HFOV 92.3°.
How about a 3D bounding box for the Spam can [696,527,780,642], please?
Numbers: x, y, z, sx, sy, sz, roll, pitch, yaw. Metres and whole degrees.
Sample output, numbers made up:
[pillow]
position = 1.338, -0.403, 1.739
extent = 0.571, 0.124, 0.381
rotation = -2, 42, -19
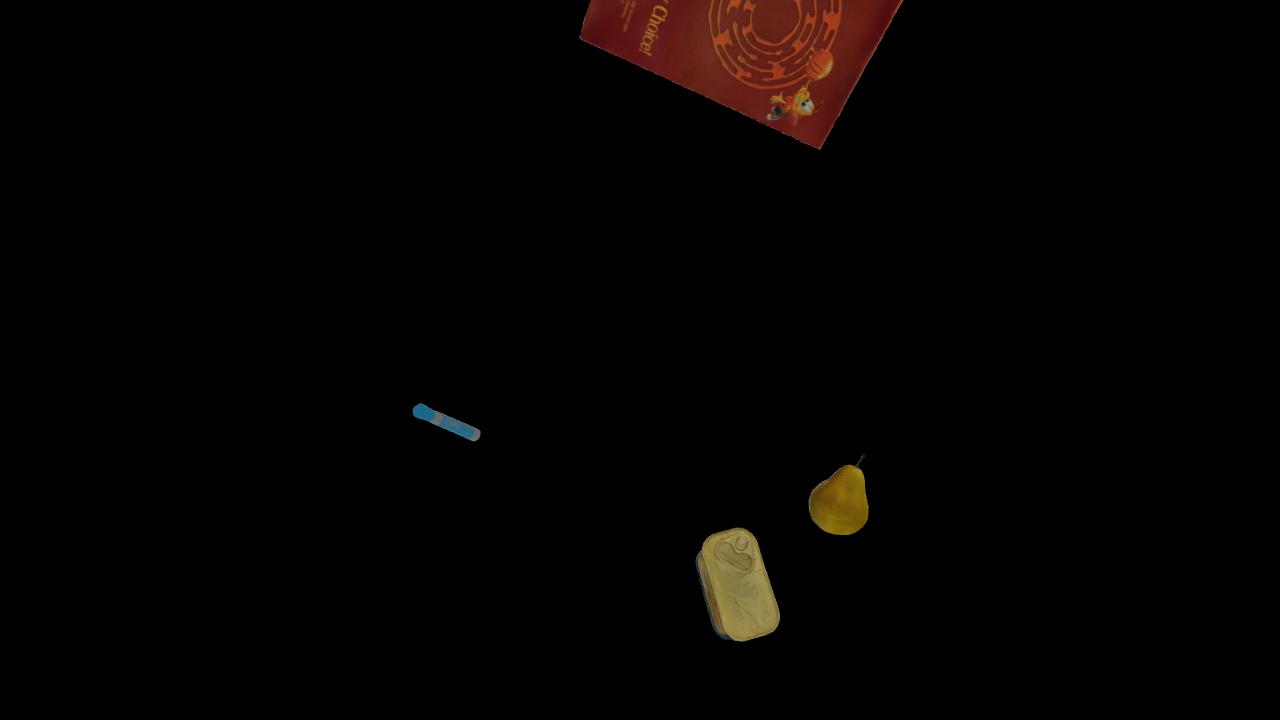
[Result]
[Spam can]
position = 0.095, 0.232, 0.630
extent = 0.058, 0.101, 0.085
rotation = -11, -25, -8

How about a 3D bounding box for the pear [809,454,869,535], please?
[pear]
position = 0.275, 0.180, 0.833
extent = 0.080, 0.111, 0.080
rotation = 9, 15, -2

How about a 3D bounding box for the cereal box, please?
[cereal box]
position = 0.111, -0.389, 0.669
extent = 0.306, 0.203, 0.081
rotation = 20, 29, -9

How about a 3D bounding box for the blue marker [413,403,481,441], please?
[blue marker]
position = -0.255, 0.083, 0.814
extent = 0.020, 0.020, 0.121
rotation = 0, -22, 25
